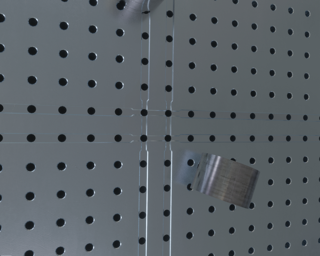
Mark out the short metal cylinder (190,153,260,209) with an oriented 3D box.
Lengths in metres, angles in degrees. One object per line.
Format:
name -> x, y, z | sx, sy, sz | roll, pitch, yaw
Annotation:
short metal cylinder -> 0.087, 0.070, 0.415 | 0.080, 0.080, 0.050 | 22, 83, -19

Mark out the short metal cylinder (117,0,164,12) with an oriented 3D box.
short metal cylinder -> -0.020, -0.195, 0.391 | 0.081, 0.050, 0.079 | 0, 90, -20
